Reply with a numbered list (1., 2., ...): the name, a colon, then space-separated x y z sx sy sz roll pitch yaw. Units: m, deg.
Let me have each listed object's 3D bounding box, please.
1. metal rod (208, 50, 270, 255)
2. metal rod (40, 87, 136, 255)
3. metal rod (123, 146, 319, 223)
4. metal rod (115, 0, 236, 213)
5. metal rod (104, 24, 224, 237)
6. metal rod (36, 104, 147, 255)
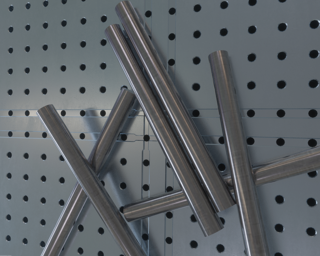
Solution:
1. metal rod: 0.093 0.053 0.353 0.025 0.025 0.299 -13 76 19
2. metal rod: -0.108 0.080 0.451 0.025 0.025 0.299 31 100 17
3. metal rod: 0.089 0.068 0.381 0.300 0.025 0.025 -21 83 18
4. metal rod: 0.013 -0.038 0.393 0.025 0.025 0.299 -31 75 17
5. metal rod: -0.002 -0.009 0.397 0.025 0.025 0.299 -32 74 17
6. metal rod: -0.078 0.100 0.419 0.025 0.025 0.299 -33 87 17
